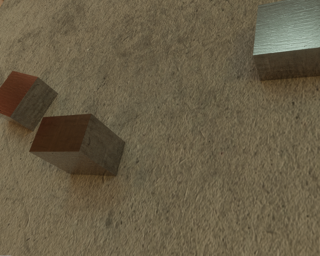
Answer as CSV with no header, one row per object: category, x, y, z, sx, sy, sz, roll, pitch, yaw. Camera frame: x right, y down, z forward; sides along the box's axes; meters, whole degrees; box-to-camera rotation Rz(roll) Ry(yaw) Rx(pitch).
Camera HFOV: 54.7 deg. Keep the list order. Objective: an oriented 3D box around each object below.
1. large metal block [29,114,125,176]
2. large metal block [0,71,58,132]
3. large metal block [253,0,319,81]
large metal block,-0.106,0.025,0.409,0.080,0.080,0.050,-2,61,27
large metal block,-0.242,-0.049,0.545,0.080,0.050,0.080,16,70,34
large metal block,0.160,-0.107,0.369,0.080,0.050,0.080,-1,61,27
